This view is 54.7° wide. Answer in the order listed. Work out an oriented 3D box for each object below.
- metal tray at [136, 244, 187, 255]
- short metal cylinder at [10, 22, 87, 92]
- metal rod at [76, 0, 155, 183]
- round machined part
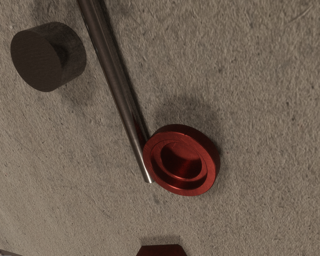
[{"bbox_3d":[0.023,0.269,0.556,0.090,0.030,0.130,-18,109,34],"label":"metal tray"},{"bbox_3d":[-0.145,-0.094,0.407,0.080,0.050,0.079,13,124,20],"label":"short metal cylinder"},{"bbox_3d":[-0.054,-0.057,0.398,0.025,0.025,0.298,-4,117,30],"label":"metal rod"},{"bbox_3d":[0.031,0.037,0.401,0.098,0.042,0.097,13,124,20],"label":"round machined part"}]
